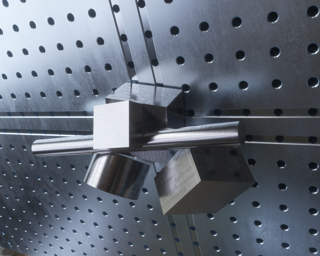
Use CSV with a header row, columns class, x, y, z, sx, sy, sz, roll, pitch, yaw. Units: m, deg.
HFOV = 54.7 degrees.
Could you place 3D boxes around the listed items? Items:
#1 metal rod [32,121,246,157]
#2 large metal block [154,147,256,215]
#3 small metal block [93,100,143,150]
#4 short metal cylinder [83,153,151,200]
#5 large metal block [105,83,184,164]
class,x,y,z,sx,sy,sz,roll,pitch,yaw
metal rod,-0.049,0.017,0.378,0.300,0.025,0.025,-5,116,31
large metal block,0.051,0.063,0.375,0.081,0.050,0.080,8,137,-31
small metal block,-0.048,-0.001,0.350,0.050,0.025,0.050,-6,81,31
short metal cylinder,-0.059,0.062,0.433,0.080,0.080,0.050,18,83,18
large metal block,-0.017,-0.007,0.394,0.080,0.050,0.079,10,123,22
